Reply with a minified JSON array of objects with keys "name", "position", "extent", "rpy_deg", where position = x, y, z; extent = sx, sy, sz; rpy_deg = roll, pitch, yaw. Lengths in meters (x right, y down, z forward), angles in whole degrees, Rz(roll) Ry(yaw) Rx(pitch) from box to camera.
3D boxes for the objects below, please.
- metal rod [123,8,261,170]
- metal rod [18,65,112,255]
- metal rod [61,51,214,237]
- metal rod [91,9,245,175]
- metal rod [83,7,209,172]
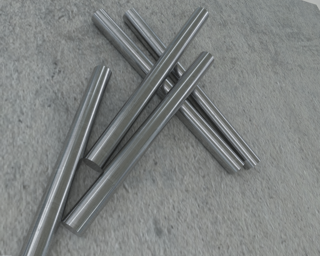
[{"name":"metal rod","position":[0.043,-0.063,0.467],"extent":[0.025,0.025,0.300],"rpy_deg":[-32,80,-38]},{"name":"metal rod","position":[-0.099,0.047,0.322],"extent":[0.025,0.025,0.300],"rpy_deg":[22,53,-15]},{"name":"metal rod","position":[-0.008,-0.003,0.380],"extent":[0.025,0.025,0.301],"rpy_deg":[39,57,-2]},{"name":"metal rod","position":[0.008,-0.055,0.443],"extent":[0.300,0.025,0.025],"rpy_deg":[48,51,5]},{"name":"metal rod","position":[-0.004,-0.069,0.415],"extent":[0.025,0.025,0.301],"rpy_deg":[35,60,-5]}]
